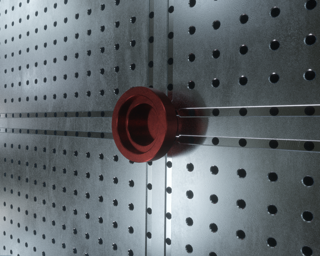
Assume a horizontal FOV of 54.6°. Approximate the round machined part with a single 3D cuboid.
[{"bbox_3d":[-0.016,-0.004,0.412,0.098,0.042,0.097,0,90,40],"label":"round machined part"}]
